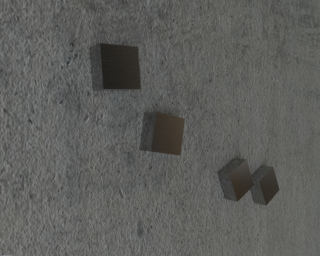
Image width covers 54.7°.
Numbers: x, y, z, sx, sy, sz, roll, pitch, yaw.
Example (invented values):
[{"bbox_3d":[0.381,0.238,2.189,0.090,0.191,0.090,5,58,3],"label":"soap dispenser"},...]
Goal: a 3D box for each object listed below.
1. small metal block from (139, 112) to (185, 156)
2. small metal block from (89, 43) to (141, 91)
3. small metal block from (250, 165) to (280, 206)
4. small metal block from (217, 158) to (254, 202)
[{"bbox_3d":[0.003,0.008,0.407,0.050,0.025,0.050,12,82,-39],"label":"small metal block"},{"bbox_3d":[-0.052,-0.069,0.361,0.050,0.025,0.050,-6,94,-40],"label":"small metal block"},{"bbox_3d":[0.188,0.104,0.562,0.050,0.025,0.050,-33,111,-35],"label":"small metal block"},{"bbox_3d":[0.125,0.084,0.509,0.050,0.025,0.050,-31,109,-36],"label":"small metal block"}]
